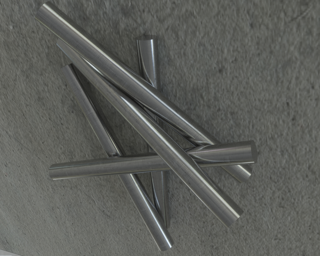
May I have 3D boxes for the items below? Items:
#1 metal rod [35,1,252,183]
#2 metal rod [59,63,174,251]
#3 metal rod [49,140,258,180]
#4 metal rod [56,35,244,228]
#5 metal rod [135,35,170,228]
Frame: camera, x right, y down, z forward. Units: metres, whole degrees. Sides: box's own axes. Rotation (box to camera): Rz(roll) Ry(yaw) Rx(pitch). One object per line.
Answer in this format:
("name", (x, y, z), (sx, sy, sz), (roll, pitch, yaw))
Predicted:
("metal rod", (-0.009, -0.033, 0.359), (0.301, 0.025, 0.025), (39, 130, -11))
("metal rod", (-0.057, 0.047, 0.444), (0.025, 0.025, 0.299), (-20, 102, 35))
("metal rod", (-0.030, 0.046, 0.399), (0.300, 0.025, 0.025), (-9, 114, 29))
("metal rod", (-0.023, -0.009, 0.359), (0.300, 0.025, 0.025), (46, 131, 17))
("metal rod", (-0.006, 0.026, 0.424), (0.025, 0.025, 0.298), (9, 123, 23))
